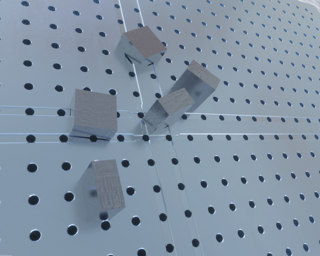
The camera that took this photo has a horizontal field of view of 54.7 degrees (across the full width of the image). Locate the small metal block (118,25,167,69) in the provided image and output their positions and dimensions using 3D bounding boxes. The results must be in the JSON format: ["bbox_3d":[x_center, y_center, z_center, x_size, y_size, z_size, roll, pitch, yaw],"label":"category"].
[{"bbox_3d":[-0.026,-0.123,0.471,0.050,0.025,0.050,-33,80,-38],"label":"small metal block"}]

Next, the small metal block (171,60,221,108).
[{"bbox_3d":[0.053,-0.065,0.462,0.050,0.050,0.025,36,51,-5],"label":"small metal block"}]

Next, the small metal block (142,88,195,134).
[{"bbox_3d":[0.011,-0.023,0.414,0.050,0.050,0.025,-27,77,-37],"label":"small metal block"}]

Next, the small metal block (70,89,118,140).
[{"bbox_3d":[-0.080,-0.016,0.376,0.050,0.025,0.050,8,58,-25],"label":"small metal block"}]

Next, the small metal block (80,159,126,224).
[{"bbox_3d":[-0.061,0.066,0.320,0.025,0.050,0.050,-2,63,-30],"label":"small metal block"}]
